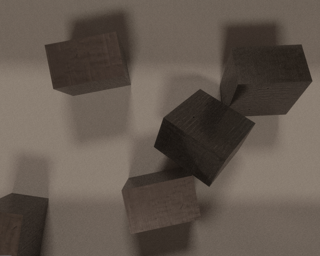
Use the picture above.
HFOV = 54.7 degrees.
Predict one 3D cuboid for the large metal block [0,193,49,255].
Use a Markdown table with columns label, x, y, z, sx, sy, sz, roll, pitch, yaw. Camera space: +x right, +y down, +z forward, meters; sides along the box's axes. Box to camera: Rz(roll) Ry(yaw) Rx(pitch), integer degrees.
| label | x | y | z | sx | sy | sz | roll | pitch | yaw |
| --- | --- | --- | --- | --- | --- | --- | --- | --- | --- |
| large metal block | -0.183 | 0.132 | 0.382 | 0.050 | 0.080 | 0.080 | 9 | 90 | 0 |

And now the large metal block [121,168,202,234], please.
| label | x | y | z | sx | sy | sz | roll | pitch | yaw |
| --- | --- | --- | --- | --- | --- | --- | --- | --- | --- |
| large metal block | 0.002 | 0.085 | 0.384 | 0.080 | 0.080 | 0.050 | -12 | 91 | 0 |

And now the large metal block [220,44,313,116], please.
| label | x | y | z | sx | sy | sz | roll | pitch | yaw |
| --- | --- | --- | --- | --- | --- | --- | --- | --- | --- |
| large metal block | 0.123 | -0.055 | 0.379 | 0.081 | 0.080 | 0.050 | -3 | 66 | -1 |

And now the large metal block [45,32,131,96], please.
| label | x | y | z | sx | sy | sz | roll | pitch | yaw |
| --- | --- | --- | --- | --- | --- | --- | --- | --- | --- |
| large metal block | -0.084 | -0.075 | 0.383 | 0.080 | 0.080 | 0.050 | -11 | 90 | 0 |

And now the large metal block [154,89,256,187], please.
| label | x | y | z | sx | sy | sz | roll | pitch | yaw |
| --- | --- | --- | --- | --- | --- | --- | --- | --- | --- |
| large metal block | 0.053 | 0.009 | 0.369 | 0.080 | 0.050 | 0.080 | 35 | 46 | 17 |
